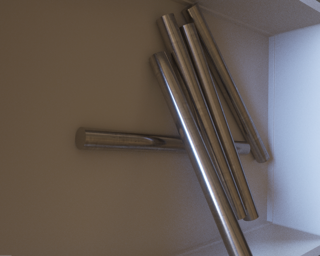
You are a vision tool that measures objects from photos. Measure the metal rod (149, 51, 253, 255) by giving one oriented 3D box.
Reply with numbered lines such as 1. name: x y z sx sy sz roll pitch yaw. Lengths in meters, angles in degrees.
1. metal rod: 0.051 0.042 0.376 0.025 0.025 0.299 -11 74 -40

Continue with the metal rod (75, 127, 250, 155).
1. metal rod: 0.029 0.023 0.432 0.302 0.025 0.025 6 86 -40

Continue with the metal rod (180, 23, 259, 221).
1. metal rod: 0.087 -0.005 0.454 0.025 0.025 0.298 -24 97 -38

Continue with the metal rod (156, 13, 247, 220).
1. metal rod: 0.061 -0.010 0.432 0.025 0.025 0.298 -27 99 -37

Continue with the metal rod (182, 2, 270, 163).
1. metal rod: 0.116 -0.059 0.506 0.025 0.025 0.299 -48 119 -30
